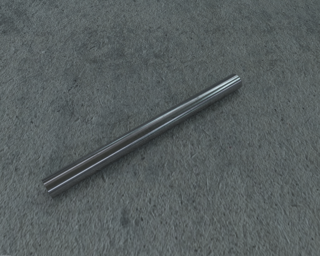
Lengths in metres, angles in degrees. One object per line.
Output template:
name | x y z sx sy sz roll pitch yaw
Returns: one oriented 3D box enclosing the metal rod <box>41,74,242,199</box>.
metal rod | -0.006 -0.001 0.406 0.302 0.025 0.025 -30 57 -23
